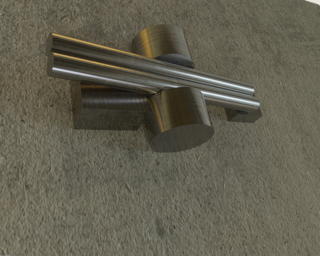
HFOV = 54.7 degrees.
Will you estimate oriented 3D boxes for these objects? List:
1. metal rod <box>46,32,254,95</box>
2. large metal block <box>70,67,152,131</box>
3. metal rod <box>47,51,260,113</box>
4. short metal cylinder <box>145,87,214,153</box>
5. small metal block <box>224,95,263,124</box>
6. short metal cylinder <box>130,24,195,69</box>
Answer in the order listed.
[{"bbox_3d":[0.012,-0.071,0.398,0.302,0.025,0.025,6,59,-34],"label":"metal rod"},{"bbox_3d":[-0.064,-0.043,0.382,0.081,0.050,0.080,2,61,-27],"label":"large metal block"},{"bbox_3d":[0.017,-0.049,0.387,0.302,0.025,0.025,6,59,-34],"label":"metal rod"},{"bbox_3d":[0.022,-0.008,0.386,0.081,0.080,0.050,1,61,-28],"label":"short metal cylinder"},{"bbox_3d":[0.130,-0.036,0.497,0.050,0.025,0.050,3,61,-27],"label":"small metal block"},{"bbox_3d":[0.003,-0.096,0.430,0.081,0.080,0.050,1,61,-28],"label":"short metal cylinder"}]
